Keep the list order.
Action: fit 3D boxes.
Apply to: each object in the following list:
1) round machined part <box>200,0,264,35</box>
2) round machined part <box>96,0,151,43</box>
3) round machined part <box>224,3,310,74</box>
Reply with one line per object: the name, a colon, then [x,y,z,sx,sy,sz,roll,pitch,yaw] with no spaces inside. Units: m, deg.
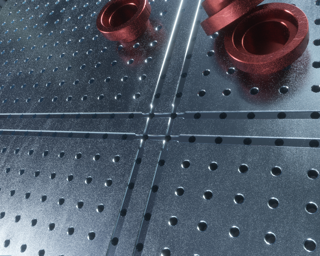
round machined part: [0.095,-0.171,0.421,0.098,0.042,0.098,-33,13,9]
round machined part: [-0.059,-0.191,0.547,0.098,0.042,0.098,-13,56,21]
round machined part: [0.135,-0.107,0.393,0.098,0.042,0.098,-13,56,21]
